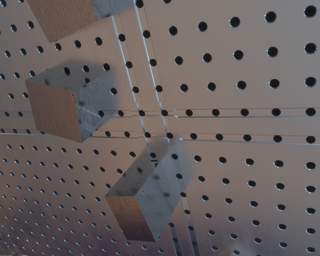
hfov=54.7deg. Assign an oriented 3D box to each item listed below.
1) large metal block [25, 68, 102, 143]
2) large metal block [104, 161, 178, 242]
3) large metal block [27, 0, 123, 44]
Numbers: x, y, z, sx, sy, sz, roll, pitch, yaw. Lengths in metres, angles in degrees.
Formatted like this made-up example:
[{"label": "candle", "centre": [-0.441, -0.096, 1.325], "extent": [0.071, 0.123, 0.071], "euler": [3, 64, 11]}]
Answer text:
[{"label": "large metal block", "centre": [-0.135, -0.033, 0.444], "extent": [0.080, 0.050, 0.079], "euler": [14, 124, 20]}, {"label": "large metal block", "centre": [-0.024, 0.105, 0.452], "extent": [0.050, 0.080, 0.080], "euler": [-8, 115, 31]}, {"label": "large metal block", "centre": [-0.103, -0.153, 0.353], "extent": [0.080, 0.050, 0.080], "euler": [-11, 113, 32]}]
